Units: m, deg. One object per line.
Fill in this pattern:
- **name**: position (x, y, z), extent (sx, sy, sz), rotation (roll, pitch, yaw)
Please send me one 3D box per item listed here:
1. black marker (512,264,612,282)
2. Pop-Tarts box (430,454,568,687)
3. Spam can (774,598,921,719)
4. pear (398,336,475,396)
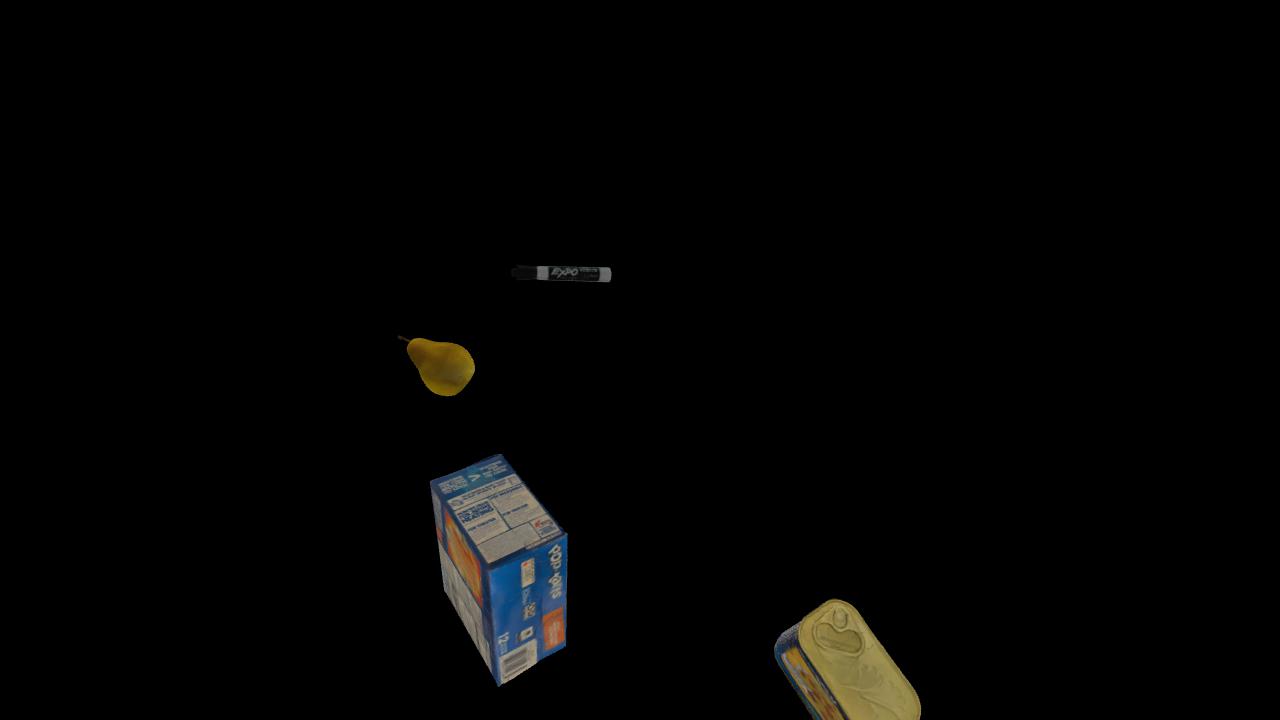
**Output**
- **black marker**: position (-0.094, -0.105, 0.746), extent (0.121, 0.020, 0.020), rotation (-2, 1, -22)
- **Pop-Tarts box**: position (-0.143, 0.210, 0.631), extent (0.083, 0.167, 0.141), rotation (-17, 36, -34)
- **Spam can**: position (0.162, 0.258, 0.501), extent (0.058, 0.101, 0.085), rotation (-24, -28, -20)
- **pear**: position (-0.285, -0.002, 0.853), extent (0.111, 0.080, 0.080), rotation (40, -15, -19)
